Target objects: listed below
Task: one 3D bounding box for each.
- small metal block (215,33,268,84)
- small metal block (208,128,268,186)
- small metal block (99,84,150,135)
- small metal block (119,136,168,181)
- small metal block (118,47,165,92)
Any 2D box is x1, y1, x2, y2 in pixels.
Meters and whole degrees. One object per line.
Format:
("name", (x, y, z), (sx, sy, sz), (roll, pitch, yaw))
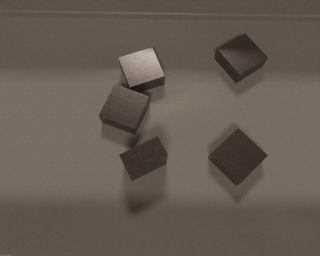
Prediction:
("small metal block", (0.117, -0.101, 0.448), (0.050, 0.025, 0.050), (-32, 74, -12))
("small metal block", (0.099, 0.037, 0.397), (0.050, 0.025, 0.050), (-41, 75, -14))
("small metal block", (-0.047, -0.025, 0.418), (0.050, 0.025, 0.050), (21, 71, 7))
("small metal block", (-0.019, 0.039, 0.382), (0.050, 0.050, 0.025), (-26, 73, -9))
("small metal block", (-0.026, -0.080, 0.439), (0.050, 0.025, 0.050), (-19, 71, -7))
